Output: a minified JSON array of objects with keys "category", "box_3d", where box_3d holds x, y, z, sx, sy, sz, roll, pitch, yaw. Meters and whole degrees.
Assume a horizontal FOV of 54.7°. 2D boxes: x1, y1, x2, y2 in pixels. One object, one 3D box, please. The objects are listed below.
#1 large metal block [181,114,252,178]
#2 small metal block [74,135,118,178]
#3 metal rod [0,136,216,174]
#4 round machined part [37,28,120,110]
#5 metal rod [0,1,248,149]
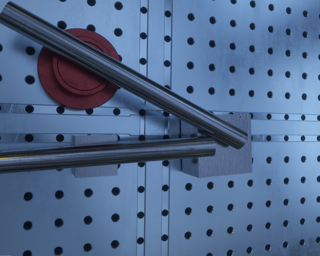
[{"category":"large metal block","box_3d":[0.077,0.022,0.426,0.081,0.050,0.079,-2,91,-20]},{"category":"small metal block","box_3d":[-0.080,0.034,0.384,0.050,0.025,0.050,0,90,-21]},{"category":"metal rod","box_3d":[-0.085,0.032,0.353,0.302,0.025,0.025,-4,92,-10]},{"category":"round machined part","box_3d":[-0.093,-0.071,0.369,0.099,0.042,0.097,0,90,-21]},{"category":"metal rod","box_3d":[-0.026,-0.050,0.352,0.301,0.025,0.025,27,81,-16]}]
